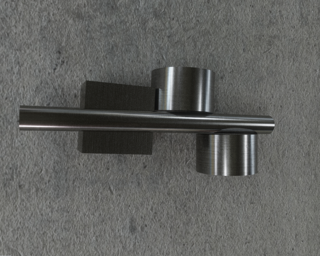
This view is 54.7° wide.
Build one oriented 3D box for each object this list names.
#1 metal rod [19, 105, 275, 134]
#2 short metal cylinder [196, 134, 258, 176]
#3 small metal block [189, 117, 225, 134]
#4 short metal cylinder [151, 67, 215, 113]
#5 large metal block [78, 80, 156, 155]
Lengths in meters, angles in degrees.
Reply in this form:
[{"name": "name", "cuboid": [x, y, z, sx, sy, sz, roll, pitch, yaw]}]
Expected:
[{"name": "metal rod", "cuboid": [0.004, -0.007, 0.358, 0.303, 0.025, 0.025, 1, 90, -22]}, {"name": "short metal cylinder", "cuboid": [0.089, 0.033, 0.415, 0.081, 0.080, 0.050, 0, 90, -20]}, {"name": "small metal block", "cuboid": [0.052, -0.005, 0.416, 0.050, 0.050, 0.025, 1, 90, -20]}, {"name": "short metal cylinder", "cuboid": [0.028, -0.045, 0.393, 0.081, 0.080, 0.050, 2, 90, -20]}, {"name": "large metal block", "cuboid": [-0.054, -0.010, 0.374, 0.081, 0.050, 0.079, 3, 89, -20]}]
